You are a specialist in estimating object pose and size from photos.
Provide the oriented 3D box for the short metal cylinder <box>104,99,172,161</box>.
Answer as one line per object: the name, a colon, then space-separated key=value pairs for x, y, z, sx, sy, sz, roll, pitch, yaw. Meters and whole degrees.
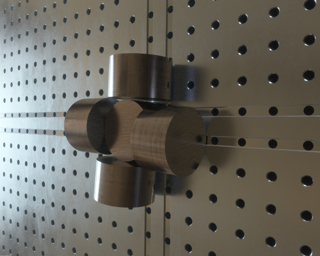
short metal cylinder: x=-0.029 y=0.003 z=0.418 sx=0.080 sy=0.050 sz=0.080 roll=0 pitch=90 yaw=38

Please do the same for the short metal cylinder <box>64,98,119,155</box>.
short metal cylinder: x=-0.089 y=-0.003 z=0.447 sx=0.050 sy=0.081 sz=0.079 roll=2 pitch=92 yaw=39

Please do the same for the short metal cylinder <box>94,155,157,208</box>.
short metal cylinder: x=-0.045 y=0.068 z=0.409 sx=0.080 sy=0.081 sz=0.050 roll=8 pitch=95 yaw=39

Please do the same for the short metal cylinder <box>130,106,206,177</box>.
short metal cylinder: x=0.012 y=0.014 z=0.364 sx=0.050 sy=0.081 sz=0.079 roll=5 pitch=93 yaw=39

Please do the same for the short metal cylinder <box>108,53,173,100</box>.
short metal cylinder: x=-0.025 y=-0.062 z=0.394 sx=0.080 sy=0.081 sz=0.050 roll=4 pitch=92 yaw=40
